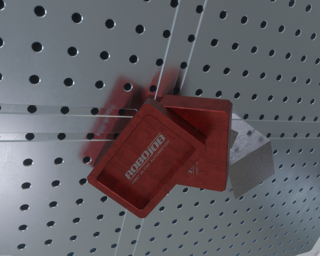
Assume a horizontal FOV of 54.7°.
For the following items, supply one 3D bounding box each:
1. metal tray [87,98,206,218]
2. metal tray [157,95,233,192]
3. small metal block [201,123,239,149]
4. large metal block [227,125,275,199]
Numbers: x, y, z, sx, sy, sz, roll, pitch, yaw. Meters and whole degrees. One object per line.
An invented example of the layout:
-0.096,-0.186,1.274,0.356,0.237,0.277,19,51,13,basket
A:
-0.017,0.040,0.382,0.090,0.030,0.129,37,109,-7,metal tray
0.046,0.022,0.412,0.090,0.030,0.129,7,126,17,metal tray
0.072,0.004,0.434,0.050,0.050,0.025,21,94,-36,small metal block
0.134,0.055,0.503,0.080,0.050,0.080,-30,129,-9,large metal block
